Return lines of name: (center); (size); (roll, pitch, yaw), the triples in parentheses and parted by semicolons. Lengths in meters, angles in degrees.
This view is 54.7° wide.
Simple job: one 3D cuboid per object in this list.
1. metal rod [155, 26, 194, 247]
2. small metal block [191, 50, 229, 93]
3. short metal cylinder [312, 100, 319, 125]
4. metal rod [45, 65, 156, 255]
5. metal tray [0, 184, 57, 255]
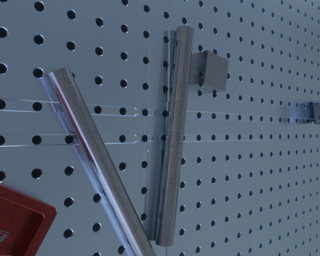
metal rod: (0.021, 0.008, 0.428); (0.025, 0.025, 0.298); (10, 84, -40)
small metal block: (0.078, -0.085, 0.477); (0.050, 0.025, 0.050); (13, 82, -40)
short metal cylinder: (0.395, -0.040, 0.710); (0.081, 0.080, 0.050); (-15, 100, -39)
metal rod: (-0.054, 0.072, 0.365); (0.025, 0.025, 0.298); (-34, 111, -35)
metal tray: (-0.169, 0.086, 0.265); (0.130, 0.030, 0.090); (38, 67, -34)
